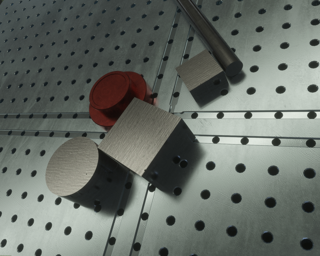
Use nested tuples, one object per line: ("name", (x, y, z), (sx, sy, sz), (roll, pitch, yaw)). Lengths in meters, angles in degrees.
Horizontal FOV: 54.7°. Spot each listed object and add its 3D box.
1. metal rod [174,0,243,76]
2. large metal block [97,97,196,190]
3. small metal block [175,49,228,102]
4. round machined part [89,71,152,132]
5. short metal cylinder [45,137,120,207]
("metal rod", (0.050, -0.187, 0.495), (0.025, 0.025, 0.299), (-30, 52, 9))
("large metal block", (-0.016, 0.018, 0.388), (0.080, 0.050, 0.080), (27, 76, 36))
("small metal block", (0.056, -0.072, 0.422), (0.050, 0.025, 0.050), (-31, 52, 7))
("round machined part", (-0.064, -0.045, 0.457), (0.098, 0.042, 0.098), (-13, 56, 20))
("short metal cylinder", (-0.101, 0.058, 0.408), (0.080, 0.050, 0.080), (-13, 56, 20))
